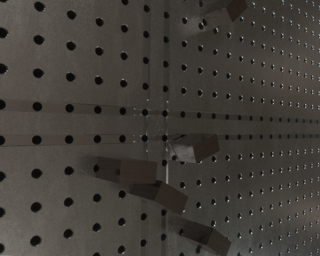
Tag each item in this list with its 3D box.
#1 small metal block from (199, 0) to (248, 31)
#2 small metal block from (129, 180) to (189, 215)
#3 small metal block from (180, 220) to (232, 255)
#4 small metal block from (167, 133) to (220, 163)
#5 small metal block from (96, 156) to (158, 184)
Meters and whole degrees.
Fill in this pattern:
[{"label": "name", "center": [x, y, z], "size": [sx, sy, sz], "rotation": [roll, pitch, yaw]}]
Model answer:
[{"label": "small metal block", "center": [0.098, -0.179, 0.477], "size": [0.050, 0.050, 0.025], "rotation": [-49, 120, -29]}, {"label": "small metal block", "center": [-0.001, 0.086, 0.394], "size": [0.050, 0.050, 0.025], "rotation": [37, 67, -34]}, {"label": "small metal block", "center": [0.067, 0.162, 0.452], "size": [0.050, 0.050, 0.025], "rotation": [44, 64, -32]}, {"label": "small metal block", "center": [0.047, 0.027, 0.434], "size": [0.050, 0.050, 0.025], "rotation": [-21, 104, -38]}, {"label": "small metal block", "center": [-0.039, 0.049, 0.362], "size": [0.050, 0.050, 0.025], "rotation": [9, 85, -40]}]
